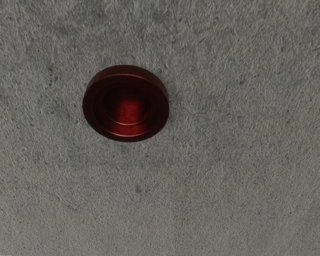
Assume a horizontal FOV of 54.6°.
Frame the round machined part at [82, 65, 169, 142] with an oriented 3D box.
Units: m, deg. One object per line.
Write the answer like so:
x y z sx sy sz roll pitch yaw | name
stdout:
-0.039 -0.032 0.368 0.099 0.042 0.097 0 130 0 | round machined part
